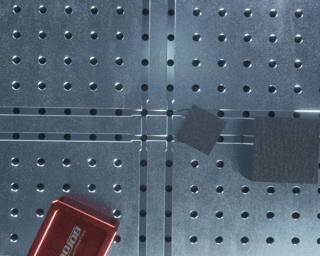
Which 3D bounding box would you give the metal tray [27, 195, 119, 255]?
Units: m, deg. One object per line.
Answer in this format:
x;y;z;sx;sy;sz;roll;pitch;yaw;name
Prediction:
-0.122;0.167;0.409;0.090;0.030;0.129;26;90;0;metal tray

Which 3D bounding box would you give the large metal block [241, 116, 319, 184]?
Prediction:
0.154;0.027;0.402;0.081;0.050;0.080;2;90;0;large metal block

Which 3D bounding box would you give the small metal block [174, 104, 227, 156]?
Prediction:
0.053;0.002;0.414;0.050;0.025;0.050;29;90;0;small metal block
